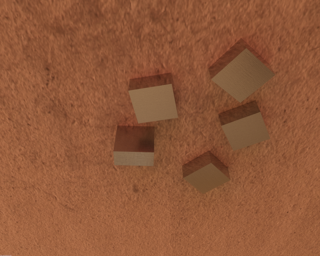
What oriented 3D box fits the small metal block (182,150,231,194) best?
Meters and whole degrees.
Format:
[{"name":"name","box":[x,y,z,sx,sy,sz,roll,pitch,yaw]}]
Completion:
[{"name":"small metal block","box":[0.069,0.067,0.466,0.050,0.025,0.050,-34,123,25]}]

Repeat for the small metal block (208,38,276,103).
[{"name":"small metal block","box":[0.092,-0.065,0.354,0.050,0.025,0.050,33,123,-25]}]

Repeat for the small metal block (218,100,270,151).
[{"name":"small metal block","box":[0.111,-0.002,0.407,0.050,0.025,0.050,-21,127,16]}]

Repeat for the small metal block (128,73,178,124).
[{"name":"small metal block","box":[-0.007,-0.036,0.377,0.050,0.025,0.050,-8,130,6]}]

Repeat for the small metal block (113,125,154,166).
[{"name":"small metal block","box":[-0.033,0.023,0.410,0.050,0.050,0.025,2,130,-2]}]
